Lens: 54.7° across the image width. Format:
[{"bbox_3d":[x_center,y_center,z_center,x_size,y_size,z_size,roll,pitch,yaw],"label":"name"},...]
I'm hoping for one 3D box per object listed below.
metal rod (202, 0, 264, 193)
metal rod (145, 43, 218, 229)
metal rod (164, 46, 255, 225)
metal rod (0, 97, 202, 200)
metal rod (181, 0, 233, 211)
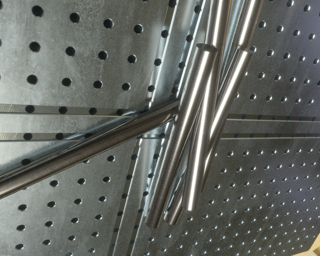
[{"bbox_3d":[0.088,-0.032,0.441,0.025,0.025,0.298,-3,120,-27],"label":"metal rod"},{"bbox_3d":[0.020,0.033,0.419,0.025,0.025,0.298,-5,128,-27],"label":"metal rod"},{"bbox_3d":[0.061,0.029,0.447,0.025,0.025,0.298,1,123,-30],"label":"metal rod"},{"bbox_3d":[-0.069,0.016,0.384,0.302,0.025,0.025,-25,128,-14],"label":"metal rod"},{"bbox_3d":[0.057,-0.027,0.393,0.025,0.025,0.298,-5,113,-26],"label":"metal rod"}]
